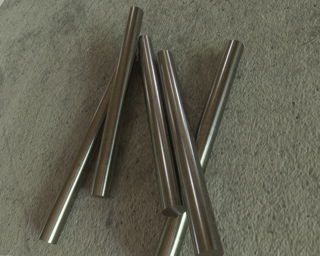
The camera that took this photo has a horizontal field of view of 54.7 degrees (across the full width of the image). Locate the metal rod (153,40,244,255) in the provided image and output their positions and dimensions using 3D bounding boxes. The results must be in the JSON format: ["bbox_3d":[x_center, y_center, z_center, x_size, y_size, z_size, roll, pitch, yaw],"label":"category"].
[{"bbox_3d":[0.050,0.020,0.365,0.025,0.025,0.300,8,65,31],"label":"metal rod"}]

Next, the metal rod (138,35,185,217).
[{"bbox_3d":[-0.006,-0.029,0.407,0.025,0.025,0.300,-23,48,14],"label":"metal rod"}]

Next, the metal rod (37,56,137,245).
[{"bbox_3d":[-0.096,0.012,0.446,0.025,0.025,0.300,6,64,31],"label":"metal rod"}]

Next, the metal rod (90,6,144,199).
[{"bbox_3d":[-0.057,-0.051,0.447,0.025,0.025,0.299,-4,65,26],"label":"metal rod"}]

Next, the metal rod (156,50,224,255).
[{"bbox_3d":[0.024,0.000,0.364,0.025,0.025,0.300,-23,45,14],"label":"metal rod"}]
